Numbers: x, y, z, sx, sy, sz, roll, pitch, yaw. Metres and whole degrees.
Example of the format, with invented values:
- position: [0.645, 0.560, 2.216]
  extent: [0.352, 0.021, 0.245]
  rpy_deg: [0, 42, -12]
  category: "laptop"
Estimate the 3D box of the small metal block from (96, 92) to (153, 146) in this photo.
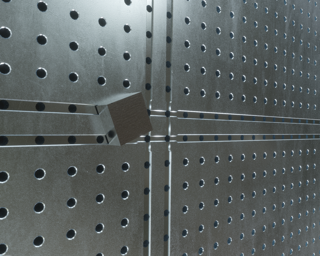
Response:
- position: [-0.042, -0.012, 0.373]
  extent: [0.050, 0.025, 0.050]
  rpy_deg: [-27, 107, -37]
  category: "small metal block"
